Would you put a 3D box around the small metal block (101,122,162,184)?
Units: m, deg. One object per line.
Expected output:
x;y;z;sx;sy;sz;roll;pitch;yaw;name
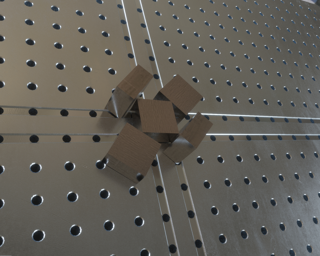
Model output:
-0.033;0.030;0.371;0.050;0.025;0.050;33;51;-7;small metal block

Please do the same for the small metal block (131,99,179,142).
-0.007;-0.009;0.409;0.050;0.025;0.050;3;59;-25;small metal block

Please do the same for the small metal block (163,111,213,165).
0.036;0.013;0.402;0.025;0.050;0.050;41;51;0;small metal block

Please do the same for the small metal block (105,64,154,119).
-0.040;-0.046;0.398;0.025;0.050;0.050;38;52;-4;small metal block

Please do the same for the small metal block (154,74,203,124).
0.026;-0.042;0.447;0.050;0.025;0.050;43;51;1;small metal block
